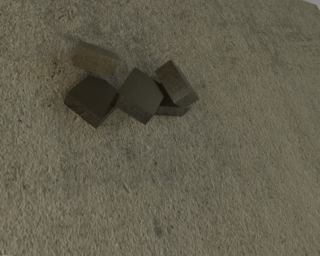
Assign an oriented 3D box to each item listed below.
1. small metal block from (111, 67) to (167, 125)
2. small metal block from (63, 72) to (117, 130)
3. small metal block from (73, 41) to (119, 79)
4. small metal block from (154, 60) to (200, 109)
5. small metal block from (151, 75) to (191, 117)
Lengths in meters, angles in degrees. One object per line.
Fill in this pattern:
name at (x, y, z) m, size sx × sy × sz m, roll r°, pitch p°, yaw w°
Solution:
small metal block at (-0.025, -0.040, 0.384) m, size 0.050 × 0.025 × 0.050 m, roll 33°, pitch 51°, yaw -7°
small metal block at (-0.081, -0.035, 0.384) m, size 0.050 × 0.025 × 0.050 m, roll 39°, pitch 51°, yaw -3°
small metal block at (-0.083, -0.089, 0.401) m, size 0.050 × 0.025 × 0.050 m, roll 17°, pitch 18°, yaw -19°
small metal block at (0.023, -0.056, 0.405) m, size 0.050 × 0.025 × 0.050 m, roll 59°, pitch 13°, yaw 14°
small metal block at (0.010, -0.044, 0.440) m, size 0.050 × 0.025 × 0.050 m, roll 2°, pitch 61°, yaw -28°
